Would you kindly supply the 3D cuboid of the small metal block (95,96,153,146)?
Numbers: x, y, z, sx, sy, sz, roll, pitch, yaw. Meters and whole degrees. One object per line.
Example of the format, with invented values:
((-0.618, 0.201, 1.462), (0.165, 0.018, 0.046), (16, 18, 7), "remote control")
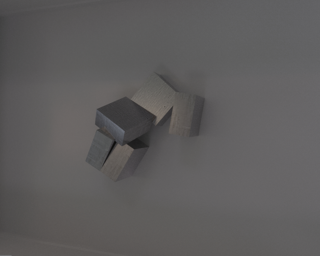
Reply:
((-0.046, -0.010, 0.395), (0.050, 0.050, 0.025), (36, 133, 24), "small metal block")

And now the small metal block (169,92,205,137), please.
((0.034, -0.016, 0.385), (0.025, 0.050, 0.050), (10, 94, 19), "small metal block")

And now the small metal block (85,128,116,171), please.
((-0.068, 0.023, 0.415), (0.025, 0.050, 0.050), (31, 115, 14), "small metal block")

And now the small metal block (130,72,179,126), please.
((-0.003, -0.038, 0.411), (0.050, 0.025, 0.050), (44, 104, 15), "small metal block")

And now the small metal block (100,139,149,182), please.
((-0.046, 0.041, 0.413), (0.025, 0.050, 0.050), (34, 101, 17), "small metal block")
